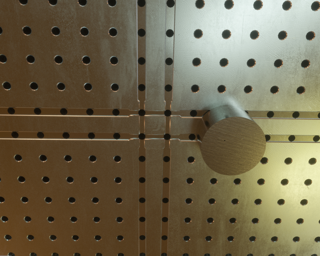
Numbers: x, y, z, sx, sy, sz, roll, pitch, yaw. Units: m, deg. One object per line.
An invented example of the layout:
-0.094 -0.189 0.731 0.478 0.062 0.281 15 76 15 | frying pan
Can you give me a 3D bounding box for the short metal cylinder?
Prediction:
0.091 0.015 0.407 0.081 0.050 0.079 0 110 0 | short metal cylinder
